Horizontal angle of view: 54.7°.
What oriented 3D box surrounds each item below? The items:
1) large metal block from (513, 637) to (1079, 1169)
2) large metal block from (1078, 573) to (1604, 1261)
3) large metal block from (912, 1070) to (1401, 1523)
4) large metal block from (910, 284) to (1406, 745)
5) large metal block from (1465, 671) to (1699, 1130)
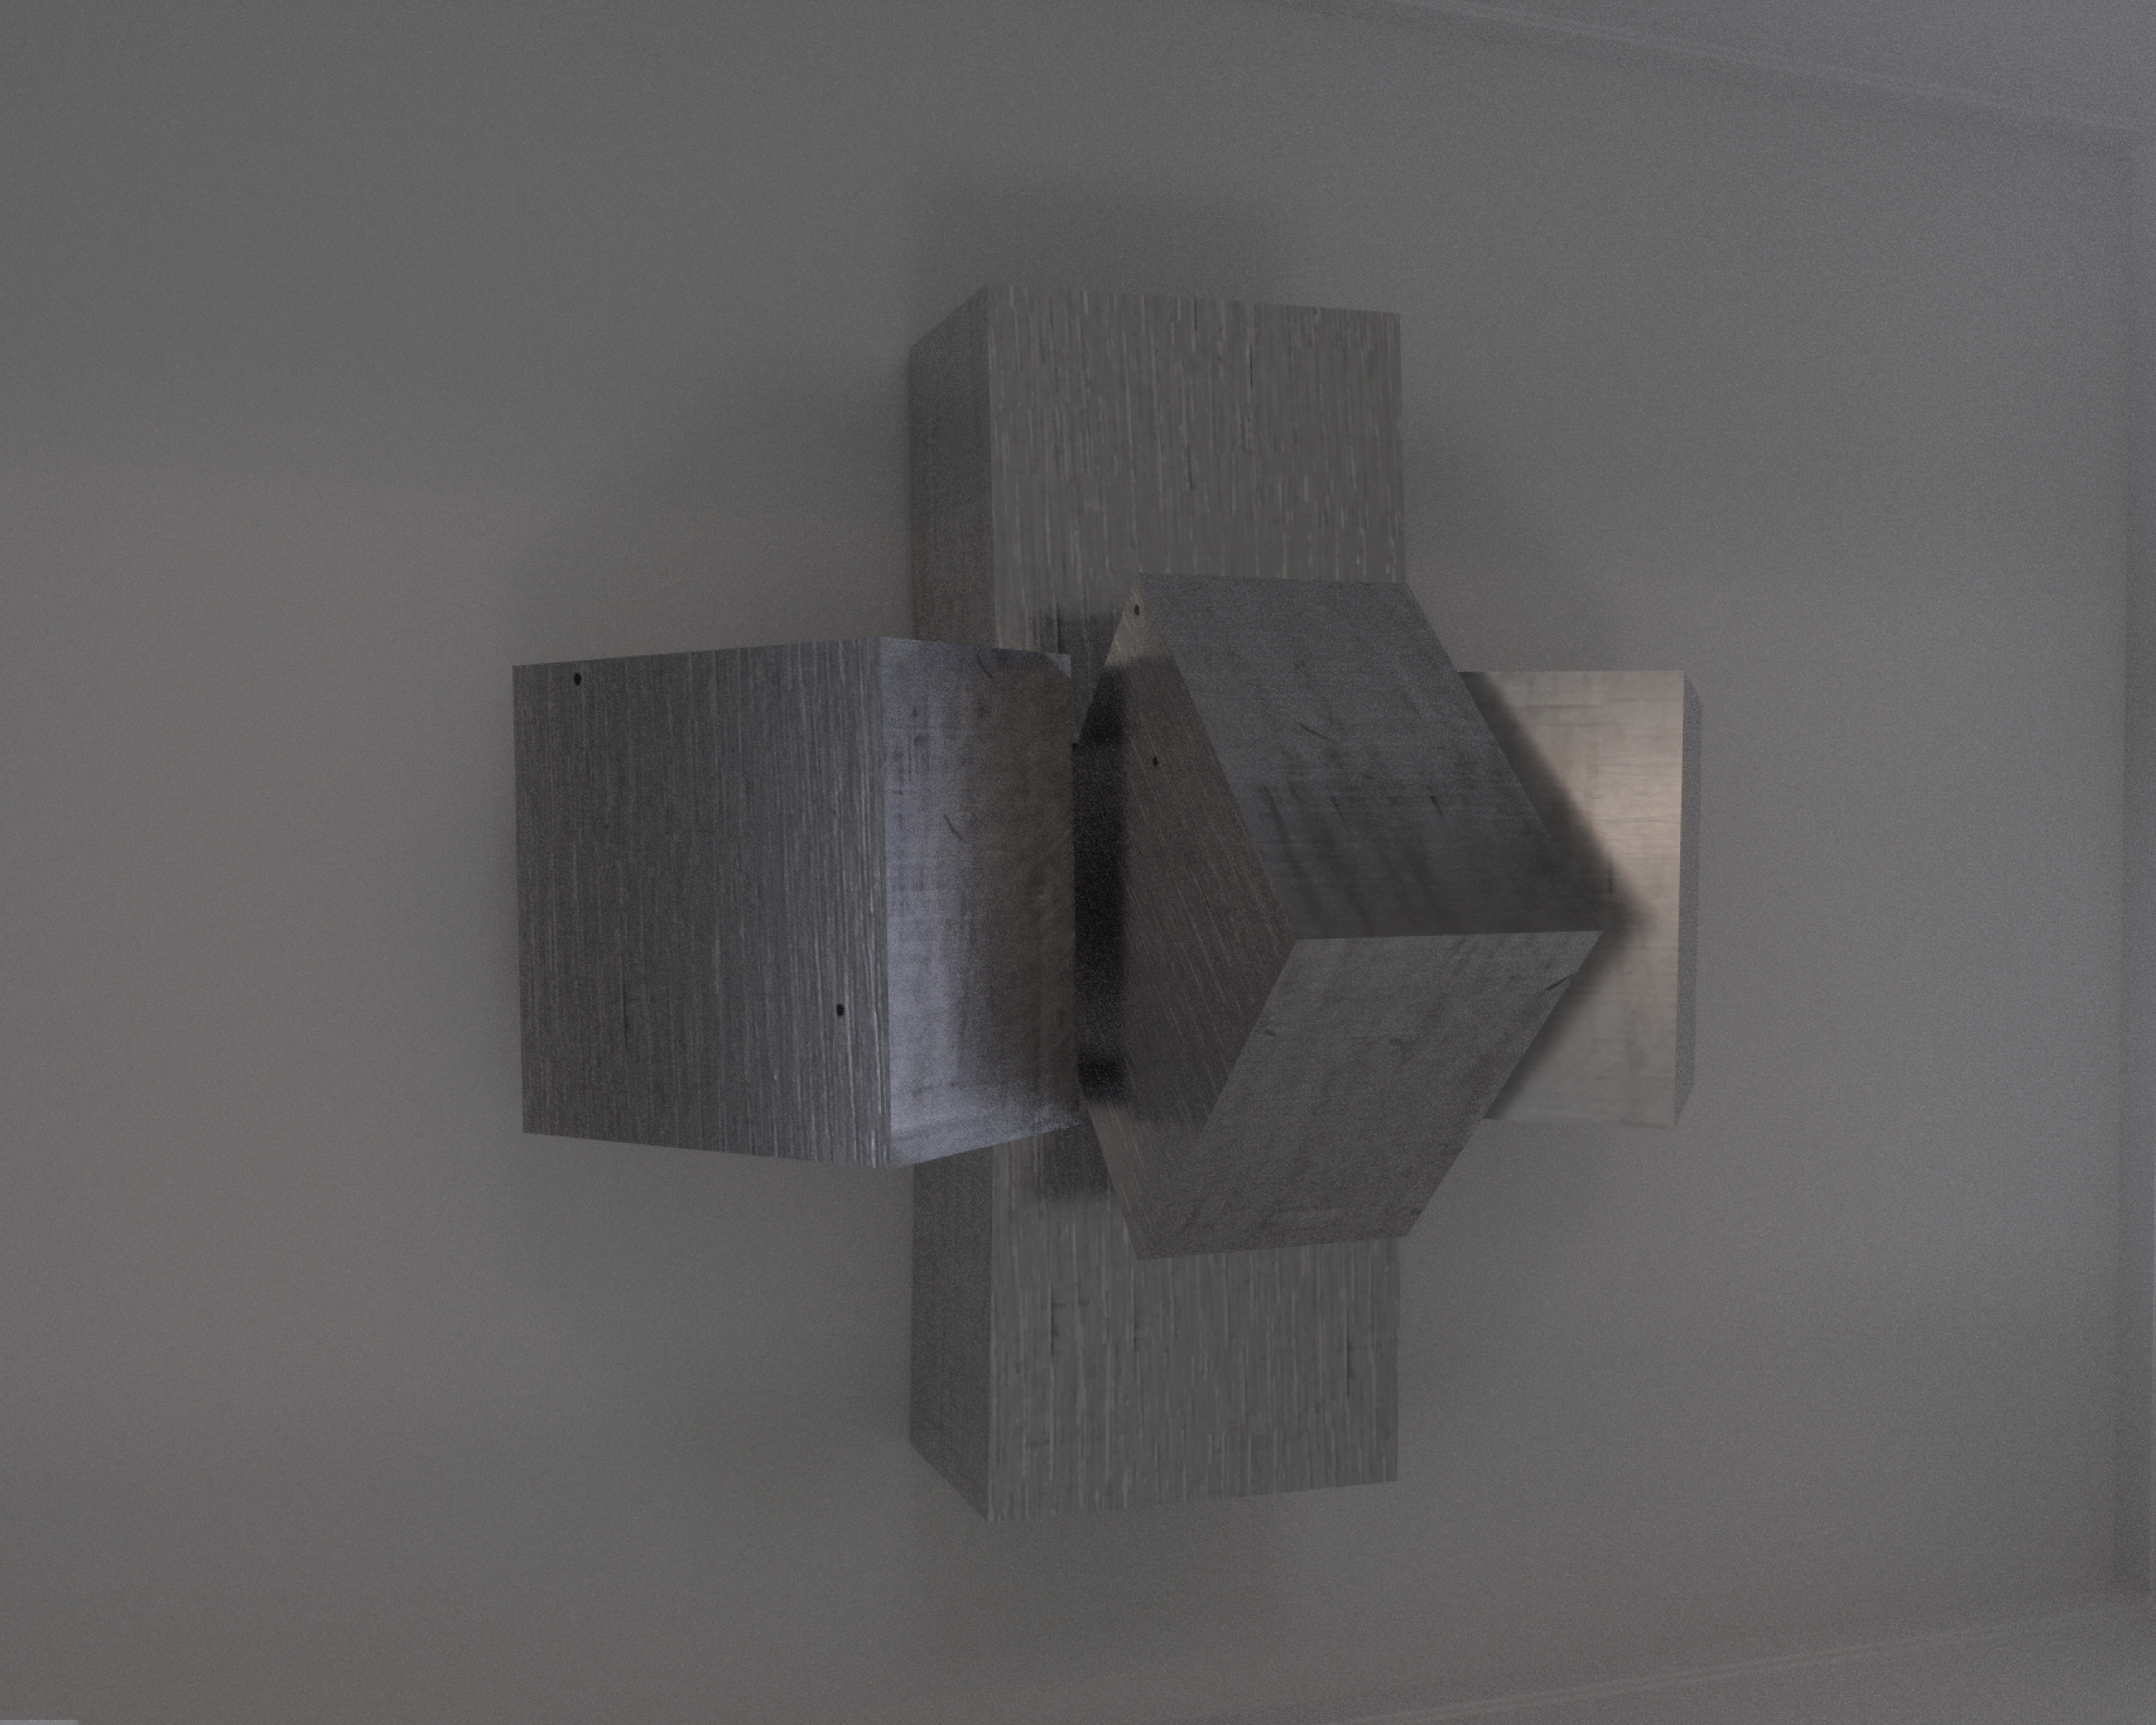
[{"bbox_3d":[-0.048,0.006,0.354,0.050,0.080,0.079,-3,92,-57],"label":"large metal block"},{"bbox_3d":[0.033,0.009,0.350,0.050,0.079,0.080,-1,47,-21],"label":"large metal block"},{"bbox_3d":[0.014,0.076,0.401,0.081,0.050,0.080,1,90,-20],"label":"large metal block"},{"bbox_3d":[0.015,-0.062,0.398,0.081,0.050,0.080,-2,91,-20],"label":"large metal block"},{"bbox_3d":[0.093,0.006,0.407,0.050,0.080,0.080,1,90,19],"label":"large metal block"}]
